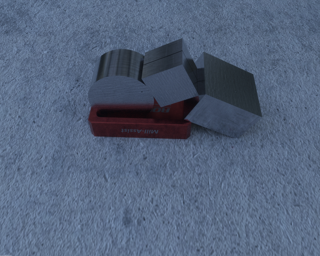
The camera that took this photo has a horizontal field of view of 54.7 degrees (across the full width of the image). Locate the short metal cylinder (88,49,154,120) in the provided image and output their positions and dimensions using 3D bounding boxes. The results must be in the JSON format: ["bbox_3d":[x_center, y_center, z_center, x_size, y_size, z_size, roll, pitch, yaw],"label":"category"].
[{"bbox_3d":[-0.047,-0.053,0.396,0.081,0.080,0.050,1,50,0],"label":"short metal cylinder"}]

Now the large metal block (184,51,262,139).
[{"bbox_3d":[0.079,-0.042,0.406,0.080,0.050,0.080,20,48,-18],"label":"large metal block"}]

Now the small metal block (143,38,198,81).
[{"bbox_3d":[0.014,-0.076,0.384,0.050,0.050,0.025,-16,45,21],"label":"small metal block"}]

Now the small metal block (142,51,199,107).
[{"bbox_3d":[0.013,-0.056,0.367,0.050,0.050,0.025,-16,45,21],"label":"small metal block"}]

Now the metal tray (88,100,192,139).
[{"bbox_3d":[-0.024,-0.030,0.426,0.131,0.030,0.090,2,50,1],"label":"metal tray"}]
